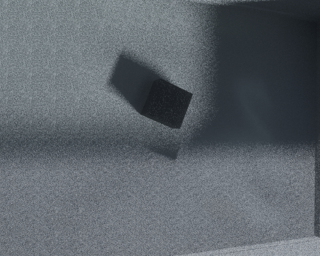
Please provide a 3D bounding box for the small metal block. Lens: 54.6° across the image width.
[{"bbox_3d":[0.009,-0.032,0.414,0.050,0.025,0.050,23,82,-19],"label":"small metal block"}]
